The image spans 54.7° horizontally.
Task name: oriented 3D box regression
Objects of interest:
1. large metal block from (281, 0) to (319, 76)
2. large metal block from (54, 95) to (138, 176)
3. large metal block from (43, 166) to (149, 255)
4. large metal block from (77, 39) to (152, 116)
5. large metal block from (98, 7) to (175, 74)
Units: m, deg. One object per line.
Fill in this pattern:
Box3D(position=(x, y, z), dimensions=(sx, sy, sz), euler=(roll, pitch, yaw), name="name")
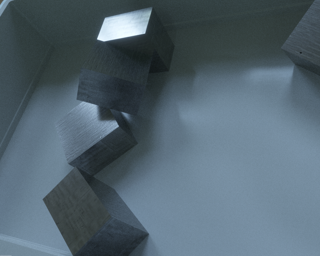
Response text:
Box3D(position=(0.195, -0.095, 0.330), dimensions=(0.080, 0.050, 0.080), euler=(43, 106, 39), name="large metal block")
Box3D(position=(-0.090, 0.007, 0.431), dimensions=(0.080, 0.050, 0.080), euler=(-36, 51, 4), name="large metal block")
Box3D(position=(-0.070, 0.099, 0.345), dimensions=(0.050, 0.080, 0.080), euler=(-46, 51, -4), name="large metal block")
Box3D(position=(-0.060, -0.070, 0.421), dimensions=(0.081, 0.050, 0.080), euler=(15, 40, -7), name="large metal block")
Box3D(position=(-0.034, -0.125, 0.463), dimensions=(0.080, 0.080, 0.050), euler=(-2, 61, 27), name="large metal block")
